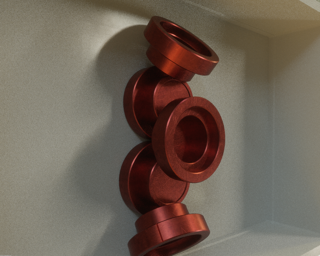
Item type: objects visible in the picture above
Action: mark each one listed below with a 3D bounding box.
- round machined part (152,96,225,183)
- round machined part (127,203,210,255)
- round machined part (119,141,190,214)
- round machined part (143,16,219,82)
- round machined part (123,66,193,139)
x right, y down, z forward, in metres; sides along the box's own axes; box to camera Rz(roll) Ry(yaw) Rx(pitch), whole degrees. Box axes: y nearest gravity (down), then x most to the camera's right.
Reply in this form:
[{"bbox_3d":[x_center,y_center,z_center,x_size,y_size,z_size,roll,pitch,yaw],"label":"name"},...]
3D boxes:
[{"bbox_3d":[0.029,0.013,0.364,0.099,0.042,0.097,0,90,-40],"label":"round machined part"},{"bbox_3d":[0.008,0.126,0.379,0.099,0.098,0.042,8,47,-40],"label":"round machined part"},{"bbox_3d":[0.001,0.065,0.395,0.099,0.042,0.097,0,90,-40],"label":"round machined part"},{"bbox_3d":[0.022,-0.095,0.390,0.099,0.098,0.042,9,127,-40],"label":"round machined part"},{"bbox_3d":[0.005,-0.032,0.399,0.099,0.042,0.097,0,90,-40],"label":"round machined part"}]
